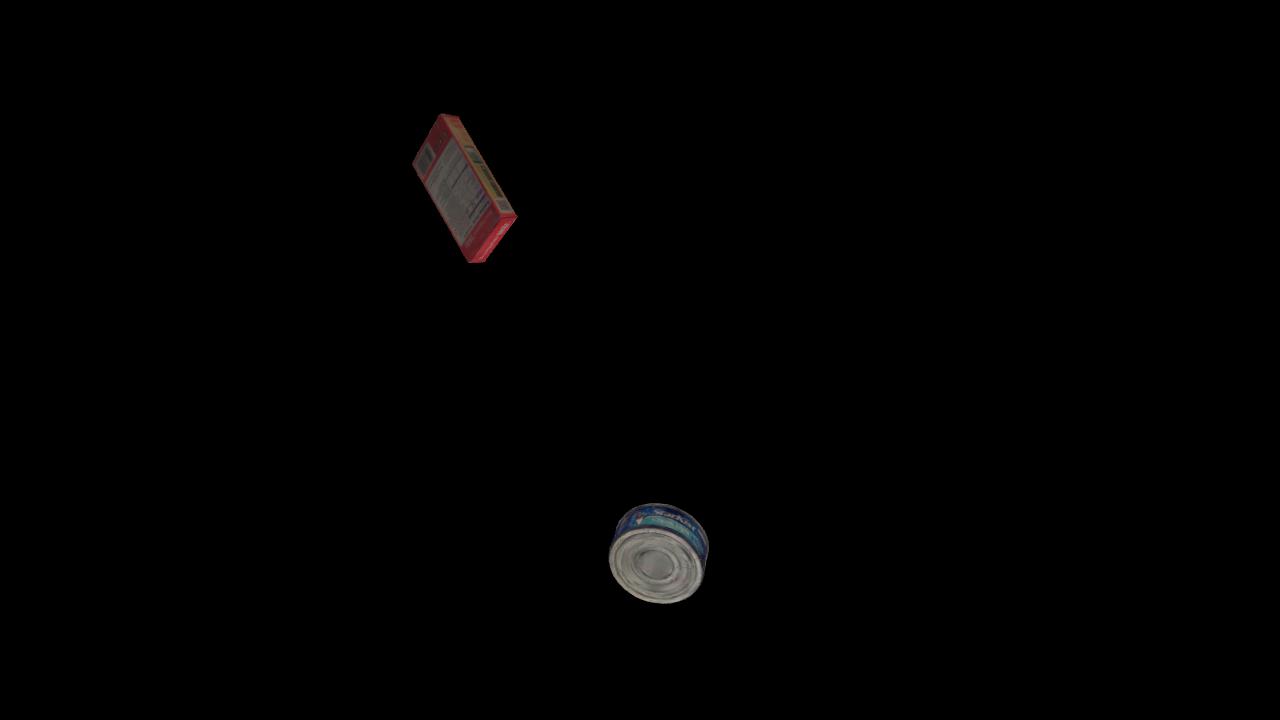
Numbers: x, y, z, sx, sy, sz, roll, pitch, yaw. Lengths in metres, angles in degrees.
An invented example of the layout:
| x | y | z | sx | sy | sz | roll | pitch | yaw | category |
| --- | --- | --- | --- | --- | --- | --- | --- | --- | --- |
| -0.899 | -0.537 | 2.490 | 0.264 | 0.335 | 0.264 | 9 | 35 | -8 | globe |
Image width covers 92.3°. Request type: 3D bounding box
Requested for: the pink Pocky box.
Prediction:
| x | y | z | sx | sy | sz | roll | pitch | yaw | category |
| --- | --- | --- | --- | --- | --- | --- | --- | --- | --- |
| -0.207 | -0.199 | 0.720 | 0.029 | 0.155 | 0.084 | -16 | -20 | -51 | pink Pocky box |

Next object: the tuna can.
| x | y | z | sx | sy | sz | roll | pitch | yaw | category |
| --- | --- | --- | --- | --- | --- | --- | --- | --- | --- |
| 0.016 | 0.167 | 0.529 | 0.084 | 0.084 | 0.034 | 0 | 22 | 13 | tuna can |
